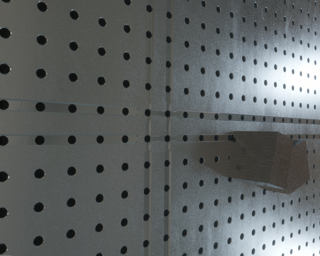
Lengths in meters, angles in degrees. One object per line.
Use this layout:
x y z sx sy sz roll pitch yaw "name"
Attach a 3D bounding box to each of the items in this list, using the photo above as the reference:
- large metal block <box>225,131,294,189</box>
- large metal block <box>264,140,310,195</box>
0.162 0.051 0.508 0.050 0.080 0.080 23 76 -38 "large metal block"
0.239 0.071 0.591 0.081 0.050 0.080 -17 101 -39 "large metal block"
